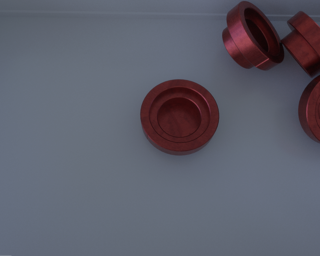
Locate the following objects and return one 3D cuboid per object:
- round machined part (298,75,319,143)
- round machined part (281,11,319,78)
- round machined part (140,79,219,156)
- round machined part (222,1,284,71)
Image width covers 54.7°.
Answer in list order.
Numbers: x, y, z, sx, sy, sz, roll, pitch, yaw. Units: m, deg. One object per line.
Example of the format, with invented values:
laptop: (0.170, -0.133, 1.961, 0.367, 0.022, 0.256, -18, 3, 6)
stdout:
round machined part: (0.225, -0.025, 0.399, 0.099, 0.042, 0.097, -1, 98, -4)
round machined part: (0.204, -0.107, 0.423, 0.042, 0.099, 0.098, -39, 71, 24)
round machined part: (0.024, -0.011, 0.405, 0.099, 0.042, 0.098, 0, 70, -1)
round machined part: (0.125, -0.122, 0.430, 0.099, 0.042, 0.098, 22, 54, -33)
